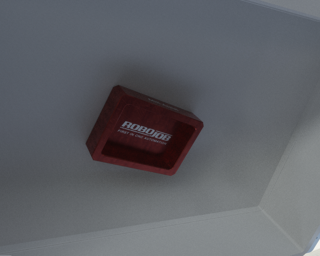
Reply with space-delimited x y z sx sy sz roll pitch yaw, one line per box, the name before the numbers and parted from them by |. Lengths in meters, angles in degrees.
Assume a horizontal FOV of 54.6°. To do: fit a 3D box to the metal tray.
metal tray | -0.017 0.008 0.400 0.131 0.030 0.090 18 109 -35
